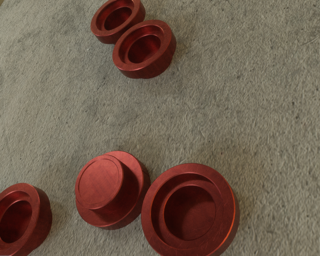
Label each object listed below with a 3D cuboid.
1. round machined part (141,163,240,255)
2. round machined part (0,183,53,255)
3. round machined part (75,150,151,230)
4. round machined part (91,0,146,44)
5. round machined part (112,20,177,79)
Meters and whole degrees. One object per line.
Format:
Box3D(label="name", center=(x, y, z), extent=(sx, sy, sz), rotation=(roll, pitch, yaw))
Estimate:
Box3D(label="round machined part", center=(0.033, 0.089, 0.321), extent=(0.098, 0.042, 0.098), rotation=(-13, 56, 21))
Box3D(label="round machined part", center=(-0.185, 0.127, 0.413), extent=(0.098, 0.042, 0.098), rotation=(-13, 56, 21))
Box3D(label="round machined part", center=(-0.065, 0.072, 0.383), extent=(0.098, 0.042, 0.098), rotation=(-13, 56, 21))
Box3D(label="round machined part", center=(-0.068, -0.184, 0.542), extent=(0.098, 0.042, 0.098), rotation=(-13, 56, 21))
Box3D(label="round machined part", center=(-0.020, -0.114, 0.474), extent=(0.098, 0.042, 0.098), rotation=(-13, 56, 21))
